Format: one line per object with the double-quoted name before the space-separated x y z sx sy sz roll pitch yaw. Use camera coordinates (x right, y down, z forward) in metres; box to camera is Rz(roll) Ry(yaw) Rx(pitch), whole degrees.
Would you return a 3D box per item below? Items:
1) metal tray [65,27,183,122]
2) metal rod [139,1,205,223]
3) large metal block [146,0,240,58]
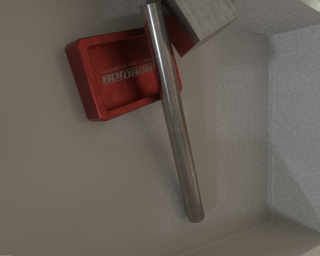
"metal tray" -0.037 -0.070 0.373 0.131 0.030 0.089 -25 106 -37
"metal rod" 0.021 -0.002 0.394 0.025 0.025 0.298 -32 120 -36
"large metal block" 0.032 -0.135 0.350 0.050 0.080 0.080 -34 96 -8
